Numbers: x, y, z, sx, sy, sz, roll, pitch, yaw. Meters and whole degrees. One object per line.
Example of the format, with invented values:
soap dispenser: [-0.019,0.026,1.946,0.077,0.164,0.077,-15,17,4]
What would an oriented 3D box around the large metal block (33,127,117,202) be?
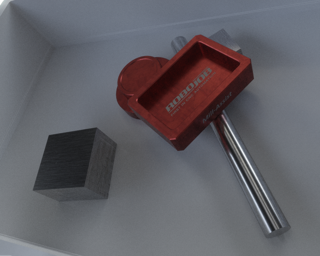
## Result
large metal block: [-0.111,0.051,0.415,0.080,0.050,0.080,-8,58,23]

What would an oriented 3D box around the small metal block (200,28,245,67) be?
small metal block: [0.079,-0.102,0.426,0.050,0.025,0.050,-31,52,8]

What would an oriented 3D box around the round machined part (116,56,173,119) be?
round machined part: [-0.021,-0.064,0.444,0.098,0.042,0.098,-13,56,20]

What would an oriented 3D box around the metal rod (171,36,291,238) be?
metal rod: [0.069,-0.015,0.378,0.025,0.025,0.299,-28,52,10]

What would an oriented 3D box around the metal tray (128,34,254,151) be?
metal tray: [0.036,-0.047,0.374,0.130,0.030,0.090,-45,54,-7]
